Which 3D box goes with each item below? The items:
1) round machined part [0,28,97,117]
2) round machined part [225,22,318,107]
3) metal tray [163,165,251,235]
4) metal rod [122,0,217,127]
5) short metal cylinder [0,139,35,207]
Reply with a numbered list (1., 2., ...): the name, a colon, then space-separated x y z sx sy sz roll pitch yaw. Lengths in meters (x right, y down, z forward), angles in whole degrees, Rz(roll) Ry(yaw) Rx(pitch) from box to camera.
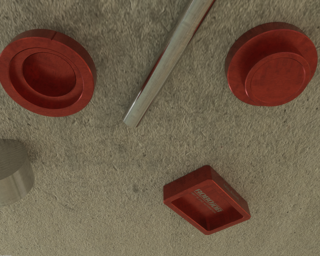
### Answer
1. round machined part: -0.119 -0.063 0.341 0.099 0.042 0.097 -1 130 0
2. round machined part: 0.125 -0.063 0.345 0.099 0.042 0.097 -1 130 0
3. metal tray: 0.078 0.123 0.509 0.090 0.030 0.130 -31 124 23
4. metal rod: 0.032 -0.111 0.313 0.025 0.025 0.298 21 127 -18
5. short metal cylinder: -0.217 0.060 0.419 0.081 0.080 0.050 2 130 -2
